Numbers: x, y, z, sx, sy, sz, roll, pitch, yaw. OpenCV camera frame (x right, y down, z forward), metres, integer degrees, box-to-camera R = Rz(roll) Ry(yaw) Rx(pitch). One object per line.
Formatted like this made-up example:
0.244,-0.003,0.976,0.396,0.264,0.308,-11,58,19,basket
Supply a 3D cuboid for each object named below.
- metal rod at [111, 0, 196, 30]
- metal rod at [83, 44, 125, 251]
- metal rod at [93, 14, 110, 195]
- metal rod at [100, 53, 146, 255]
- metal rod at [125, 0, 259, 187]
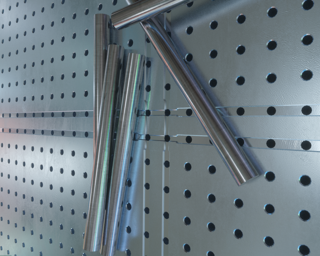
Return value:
0.067,-0.163,0.334,0.300,0.025,0.025,-9,85,33,metal rod
-0.082,0.027,0.456,0.025,0.025,0.298,5,88,39,metal rod
-0.091,-0.024,0.481,0.025,0.025,0.298,0,90,39,metal rod
-0.056,0.043,0.452,0.025,0.025,0.298,15,99,38,metal rod
0.028,-0.066,0.384,0.025,0.025,0.299,-43,65,31,metal rod
